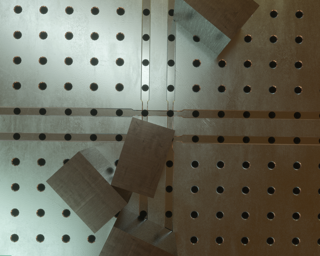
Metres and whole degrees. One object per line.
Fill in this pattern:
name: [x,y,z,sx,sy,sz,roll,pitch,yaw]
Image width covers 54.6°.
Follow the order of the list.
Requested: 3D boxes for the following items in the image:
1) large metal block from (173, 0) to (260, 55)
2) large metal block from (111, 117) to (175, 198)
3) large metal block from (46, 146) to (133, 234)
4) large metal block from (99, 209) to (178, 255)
large metal block: [0.065,-0.144,0.386,0.080,0.080,0.050,40,90,0]
large metal block: [-0.019,0.033,0.386,0.050,0.080,0.080,18,90,0]
large metal block: [-0.081,0.072,0.385,0.050,0.080,0.080,-43,90,0]
large metal block: [-0.027,0.149,0.386,0.080,0.080,0.050,26,90,0]
